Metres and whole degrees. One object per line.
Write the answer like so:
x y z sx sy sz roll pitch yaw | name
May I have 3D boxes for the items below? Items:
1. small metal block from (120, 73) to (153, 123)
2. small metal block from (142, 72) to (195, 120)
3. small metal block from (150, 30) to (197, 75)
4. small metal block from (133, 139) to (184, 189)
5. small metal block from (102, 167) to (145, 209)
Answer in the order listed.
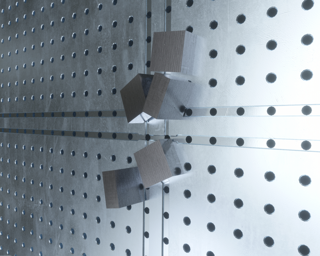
-0.026 -0.039 0.421 0.050 0.025 0.050 -33 66 46 | small metal block
0.011 -0.038 0.382 0.025 0.050 0.050 30 109 35 | small metal block
0.016 -0.095 0.394 0.050 0.025 0.050 11 97 39 | small metal block
-0.002 0.047 0.409 0.050 0.025 0.050 -31 71 35 | small metal block
-0.050 0.082 0.432 0.025 0.050 0.050 -13 82 39 | small metal block
